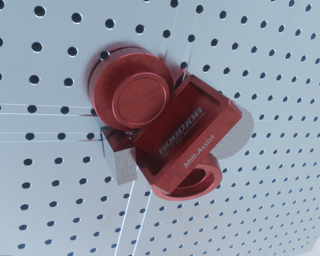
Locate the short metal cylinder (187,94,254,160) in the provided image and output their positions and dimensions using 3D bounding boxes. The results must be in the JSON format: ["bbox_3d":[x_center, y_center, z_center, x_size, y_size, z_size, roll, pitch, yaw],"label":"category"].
[{"bbox_3d":[0.082,-0.003,0.433,0.081,0.050,0.079,-14,124,-21],"label":"short metal cylinder"}]

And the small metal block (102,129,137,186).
[{"bbox_3d":[-0.050,0.034,0.383,0.025,0.050,0.050,-14,125,-21],"label":"small metal block"}]

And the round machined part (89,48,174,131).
[{"bbox_3d":[-0.028,-0.038,0.356,0.099,0.042,0.097,-14,124,-21],"label":"round machined part"}]

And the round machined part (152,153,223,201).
[{"bbox_3d":[0.035,0.061,0.437,0.099,0.042,0.097,-7,140,-5],"label":"round machined part"}]

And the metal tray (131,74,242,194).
[{"bbox_3d":[0.025,0.004,0.380,0.130,0.090,0.030,-48,129,5],"label":"metal tray"}]
